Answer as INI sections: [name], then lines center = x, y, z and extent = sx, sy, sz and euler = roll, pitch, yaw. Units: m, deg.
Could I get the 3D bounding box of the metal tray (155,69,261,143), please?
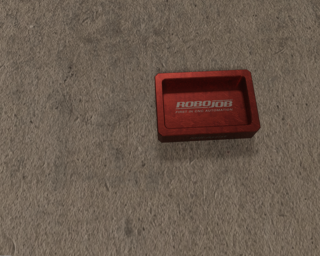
[metal tray]
center = 0.060, -0.030, 0.417
extent = 0.131, 0.030, 0.090
euler = -3, 70, -2
